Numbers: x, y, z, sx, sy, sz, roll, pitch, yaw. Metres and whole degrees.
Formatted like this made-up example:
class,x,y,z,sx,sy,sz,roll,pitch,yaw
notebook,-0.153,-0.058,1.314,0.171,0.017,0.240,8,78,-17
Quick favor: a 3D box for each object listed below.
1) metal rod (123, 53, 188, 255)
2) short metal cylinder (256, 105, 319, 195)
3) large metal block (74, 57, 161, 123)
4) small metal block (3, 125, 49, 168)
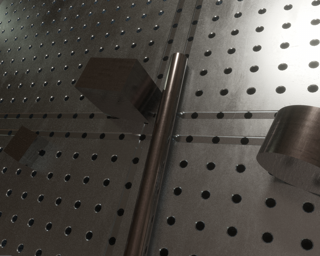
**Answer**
class,x,y,z,sx,sy,sz,roll,pitch,yaw
metal rod,-0.002,0.029,0.389,0.025,0.025,0.300,-1,61,27
short metal cylinder,0.138,0.022,0.287,0.080,0.080,0.050,20,72,35
large metal block,-0.055,-0.052,0.432,0.080,0.080,0.050,10,67,32
small metal block,-0.217,0.030,0.501,0.050,0.025,0.050,22,73,35
